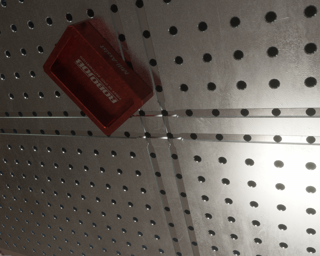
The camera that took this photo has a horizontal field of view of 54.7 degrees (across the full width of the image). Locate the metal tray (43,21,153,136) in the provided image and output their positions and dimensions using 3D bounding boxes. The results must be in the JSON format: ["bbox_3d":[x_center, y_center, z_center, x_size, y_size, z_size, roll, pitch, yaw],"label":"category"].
[{"bbox_3d":[-0.084,-0.062,0.411,0.130,0.030,0.090,47,129,-5],"label":"metal tray"}]
